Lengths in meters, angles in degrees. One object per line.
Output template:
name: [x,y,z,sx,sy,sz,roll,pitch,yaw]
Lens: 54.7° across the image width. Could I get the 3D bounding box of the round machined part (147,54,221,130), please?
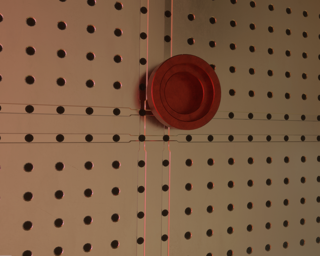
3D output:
round machined part: [0.029,-0.046,0.415,0.099,0.042,0.097,0,90,-20]
